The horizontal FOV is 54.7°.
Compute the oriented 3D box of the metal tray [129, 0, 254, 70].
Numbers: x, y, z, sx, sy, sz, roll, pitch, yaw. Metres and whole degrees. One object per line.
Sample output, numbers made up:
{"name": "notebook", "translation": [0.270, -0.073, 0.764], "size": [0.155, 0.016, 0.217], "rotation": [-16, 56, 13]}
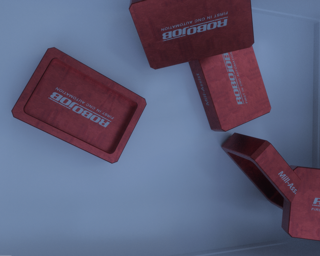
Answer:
{"name": "metal tray", "translation": [0.039, -0.127, 0.367], "size": [0.131, 0.030, 0.090], "rotation": [-11, 134, 11]}

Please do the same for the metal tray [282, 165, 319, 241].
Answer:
{"name": "metal tray", "translation": [0.232, 0.100, 0.400], "size": [0.131, 0.030, 0.089], "rotation": [6, 87, 6]}

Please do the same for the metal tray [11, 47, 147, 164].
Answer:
{"name": "metal tray", "translation": [-0.093, -0.024, 0.373], "size": [0.131, 0.030, 0.090], "rotation": [29, 80, -18]}

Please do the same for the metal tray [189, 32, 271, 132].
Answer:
{"name": "metal tray", "translation": [0.099, -0.069, 0.446], "size": [0.091, 0.030, 0.129], "rotation": [-22, 98, -19]}

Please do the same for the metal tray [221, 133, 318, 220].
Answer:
{"name": "metal tray", "translation": [0.153, 0.067, 0.432], "size": [0.030, 0.090, 0.130], "rotation": [-45, 105, -6]}
